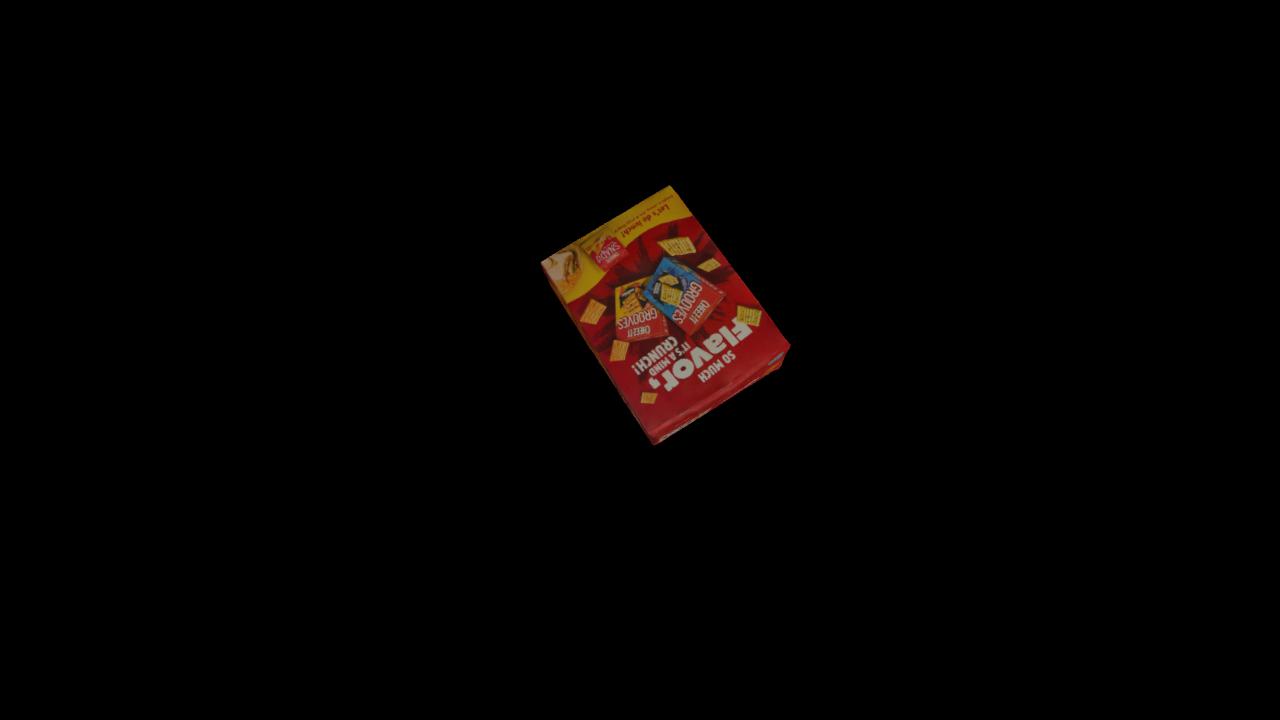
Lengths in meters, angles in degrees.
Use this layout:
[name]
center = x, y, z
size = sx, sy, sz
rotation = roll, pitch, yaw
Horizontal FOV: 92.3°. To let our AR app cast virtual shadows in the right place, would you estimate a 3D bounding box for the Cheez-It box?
[Cheez-It box]
center = 0.023, -0.049, 0.642
size = 0.166, 0.223, 0.071
rotation = -32, -18, -6
